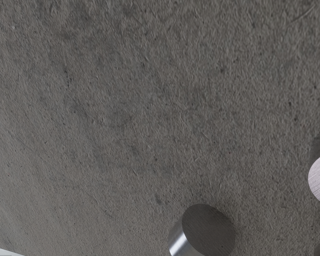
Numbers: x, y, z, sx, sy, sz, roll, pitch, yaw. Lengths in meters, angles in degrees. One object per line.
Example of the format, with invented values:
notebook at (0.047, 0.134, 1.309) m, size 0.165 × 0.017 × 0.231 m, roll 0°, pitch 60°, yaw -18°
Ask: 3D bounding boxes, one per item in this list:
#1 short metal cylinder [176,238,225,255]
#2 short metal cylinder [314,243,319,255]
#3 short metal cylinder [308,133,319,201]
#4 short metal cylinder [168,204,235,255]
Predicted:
short metal cylinder at (0.061, 0.225, 0.498) m, size 0.080 × 0.050 × 0.079 m, roll 13°, pitch 124°, yaw 21°
short metal cylinder at (0.225, 0.151, 0.346) m, size 0.080 × 0.080 × 0.050 m, roll 28°, pitch 128°, yaw 10°
short metal cylinder at (0.195, 0.040, 0.312) m, size 0.080 × 0.050 × 0.079 m, roll 13°, pitch 124°, yaw 21°
short metal cylinder at (0.058, 0.155, 0.437) m, size 0.080 × 0.080 × 0.050 m, roll 33°, pitch 129°, yaw 7°
